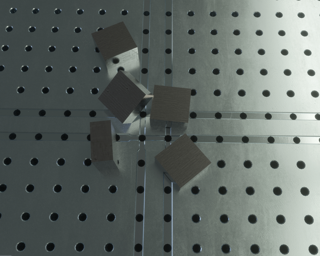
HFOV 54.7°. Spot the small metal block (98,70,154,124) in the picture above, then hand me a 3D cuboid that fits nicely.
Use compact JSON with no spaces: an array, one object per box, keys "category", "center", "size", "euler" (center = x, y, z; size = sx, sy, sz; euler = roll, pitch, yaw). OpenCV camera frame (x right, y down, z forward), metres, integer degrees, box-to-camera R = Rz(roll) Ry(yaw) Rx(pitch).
[{"category":"small metal block","center":[-0.046,-0.041,0.415],"size":[0.050,0.025,0.050],"euler":[44,107,14]}]

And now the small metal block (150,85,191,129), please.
[{"category":"small metal block","center":[0.014,-0.028,0.422],"size":[0.050,0.025,0.050],"euler":[7,70,2]}]

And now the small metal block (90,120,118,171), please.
[{"category":"small metal block","center":[-0.070,0.023,0.389],"size":[0.025,0.050,0.050],"euler":[-6,70,-2]}]

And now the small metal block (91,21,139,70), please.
[{"category":"small metal block","center":[-0.066,-0.122,0.455],"size":[0.050,0.025,0.050],"euler":[-25,72,-9]}]

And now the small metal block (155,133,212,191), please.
[{"category":"small metal block","center":[0.029,0.044,0.396],"size":[0.050,0.025,0.050],"euler":[-37,75,-13]}]
